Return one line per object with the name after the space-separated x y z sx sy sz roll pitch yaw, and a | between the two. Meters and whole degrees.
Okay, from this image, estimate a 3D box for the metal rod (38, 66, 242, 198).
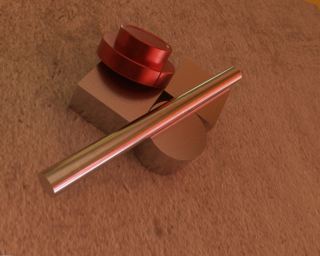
0.005 -0.014 0.354 0.302 0.025 0.025 -32 80 -38 | metal rod

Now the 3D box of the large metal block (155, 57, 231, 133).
0.043 -0.040 0.439 0.080 0.050 0.080 36 51 -5 | large metal block

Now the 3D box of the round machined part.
-0.024 -0.094 0.383 0.099 0.042 0.098 24 25 -12 | round machined part

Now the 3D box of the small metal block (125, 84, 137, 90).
-0.018 -0.068 0.438 0.050 0.025 0.050 37 51 -4 | small metal block

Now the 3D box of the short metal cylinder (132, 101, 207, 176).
0.011 0.013 0.388 0.081 0.050 0.080 14 56 -21 | short metal cylinder

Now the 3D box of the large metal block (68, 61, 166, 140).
-0.052 -0.039 0.385 0.080 0.050 0.080 36 51 -4 | large metal block
